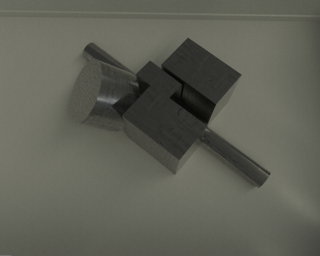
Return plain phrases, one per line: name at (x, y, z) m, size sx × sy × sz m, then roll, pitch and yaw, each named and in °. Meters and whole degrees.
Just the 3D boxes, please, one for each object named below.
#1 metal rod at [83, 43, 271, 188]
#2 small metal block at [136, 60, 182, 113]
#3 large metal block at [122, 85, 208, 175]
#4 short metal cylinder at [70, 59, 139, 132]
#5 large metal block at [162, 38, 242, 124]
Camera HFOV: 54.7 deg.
metal rod at (0.014, -0.024, 0.418) m, size 0.300 × 0.025 × 0.025 m, roll 37°, pitch 74°, yaw 12°
small metal block at (-0.001, -0.049, 0.388) m, size 0.050 × 0.050 × 0.025 m, roll 39°, pitch 75°, yaw 12°
large metal block at (0.005, 0.005, 0.378) m, size 0.080 × 0.080 × 0.050 m, roll 37°, pitch 74°, yaw 12°
short metal cylinder at (-0.070, -0.039, 0.386) m, size 0.050 × 0.080 × 0.080 m, roll 17°, pitch 65°, yaw -37°
large metal block at (0.049, -0.055, 0.401) m, size 0.080 × 0.080 × 0.050 m, roll 38°, pitch 74°, yaw 12°
